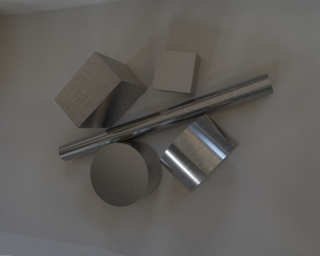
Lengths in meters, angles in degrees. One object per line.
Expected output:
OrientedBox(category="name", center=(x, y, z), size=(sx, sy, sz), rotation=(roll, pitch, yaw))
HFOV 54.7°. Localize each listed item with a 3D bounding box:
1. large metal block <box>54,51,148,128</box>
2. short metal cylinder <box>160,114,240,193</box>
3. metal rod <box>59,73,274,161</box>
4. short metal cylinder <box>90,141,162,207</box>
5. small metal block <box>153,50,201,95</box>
OrientedBox(category="large metal block", center=(-0.074, -0.045, 0.405), size=(0.080, 0.080, 0.050), rotation=(-45, 76, 14))
OrientedBox(category="short metal cylinder", center=(0.047, 0.030, 0.363), size=(0.050, 0.080, 0.080), rotation=(44, 104, 14))
OrientedBox(category="metal rod", center=(-0.006, -0.008, 0.410), size=(0.301, 0.025, 0.025), rotation=(-18, 84, 18))
OrientedBox(category="short metal cylinder", center=(-0.044, 0.058, 0.409), size=(0.080, 0.050, 0.079), rotation=(0, 90, 19))
OrientedBox(category="small metal block", center=(0.022, -0.071, 0.400), size=(0.050, 0.025, 0.050), rotation=(9, 93, 19))
